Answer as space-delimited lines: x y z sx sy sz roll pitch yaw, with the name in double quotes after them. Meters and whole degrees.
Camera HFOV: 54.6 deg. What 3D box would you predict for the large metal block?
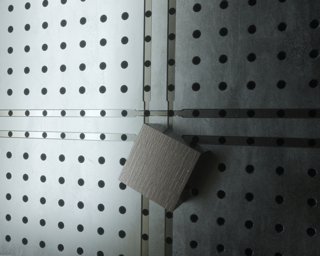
0.005 0.047 0.398 0.080 0.050 0.080 28 99 18 "large metal block"
